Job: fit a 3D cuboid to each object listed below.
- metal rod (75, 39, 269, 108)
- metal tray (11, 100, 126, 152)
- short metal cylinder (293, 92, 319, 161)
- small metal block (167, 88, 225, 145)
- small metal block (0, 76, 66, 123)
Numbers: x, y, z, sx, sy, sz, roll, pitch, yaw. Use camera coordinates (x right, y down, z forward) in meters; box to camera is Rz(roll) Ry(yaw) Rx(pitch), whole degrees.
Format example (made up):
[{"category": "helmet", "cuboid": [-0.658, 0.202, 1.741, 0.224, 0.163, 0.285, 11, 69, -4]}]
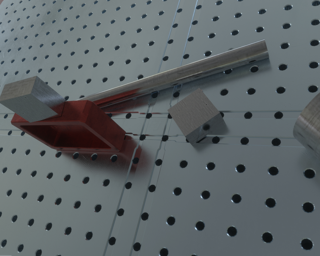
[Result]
[{"category": "metal rod", "cuboid": [0.000, -0.067, 0.447, 0.301, 0.025, 0.025, -14, 56, 19]}, {"category": "metal tray", "cuboid": [-0.126, 0.000, 0.430, 0.130, 0.090, 0.030, 0, 62, 27]}, {"category": "short metal cylinder", "cuboid": [0.173, -0.002, 0.283, 0.080, 0.080, 0.050, -37, 51, 3]}, {"category": "small metal block", "cuboid": [0.045, -0.015, 0.393, 0.050, 0.025, 0.050, -35, 52, 4]}, {"category": "small metal block", "cuboid": [-0.153, -0.033, 0.374, 0.050, 0.050, 0.025, -9, 58, 23]}]
